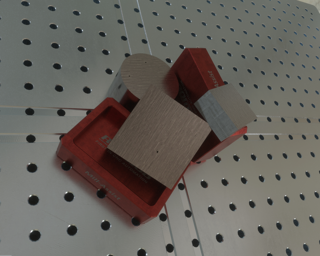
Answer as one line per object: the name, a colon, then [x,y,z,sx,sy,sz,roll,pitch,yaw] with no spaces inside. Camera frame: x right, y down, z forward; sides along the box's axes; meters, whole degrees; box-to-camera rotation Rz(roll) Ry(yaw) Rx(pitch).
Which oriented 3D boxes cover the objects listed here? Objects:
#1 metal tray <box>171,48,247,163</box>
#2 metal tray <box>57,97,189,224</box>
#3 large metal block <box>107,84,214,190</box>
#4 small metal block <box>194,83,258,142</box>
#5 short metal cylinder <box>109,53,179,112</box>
metal tray: [0.051,-0.030,0.414,0.030,0.090,0.130,-10,67,-33]
metal tray: [-0.040,0.035,0.362,0.130,0.030,0.090,40,51,-1]
large metal block: [-0.002,0.009,0.347,0.080,0.050,0.080,35,87,-6]
small metal block: [0.073,-0.019,0.340,0.050,0.025,0.050,-22,74,-48]
short metal cylinder: [-0.022,-0.052,0.413,0.081,0.050,0.080,14,56,-21]
